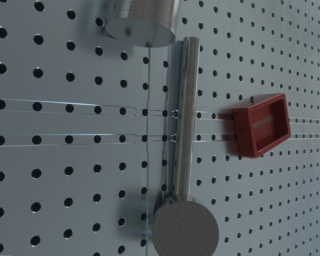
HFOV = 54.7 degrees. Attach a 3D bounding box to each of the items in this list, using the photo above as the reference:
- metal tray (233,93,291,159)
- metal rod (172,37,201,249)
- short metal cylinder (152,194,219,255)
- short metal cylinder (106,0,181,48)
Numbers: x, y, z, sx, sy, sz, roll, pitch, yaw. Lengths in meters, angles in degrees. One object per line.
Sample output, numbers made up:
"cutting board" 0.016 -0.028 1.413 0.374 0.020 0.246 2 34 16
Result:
"metal tray" 0.191 -0.007 0.568 0.131 0.030 0.089 -21 103 -38
"metal rod" 0.035 0.020 0.440 0.025 0.025 0.298 8 85 -40
"short metal cylinder" 0.030 0.129 0.395 0.081 0.050 0.080 0 87 -1
"short metal cylinder" -0.019 -0.132 0.359 0.081 0.080 0.050 13 82 -40
